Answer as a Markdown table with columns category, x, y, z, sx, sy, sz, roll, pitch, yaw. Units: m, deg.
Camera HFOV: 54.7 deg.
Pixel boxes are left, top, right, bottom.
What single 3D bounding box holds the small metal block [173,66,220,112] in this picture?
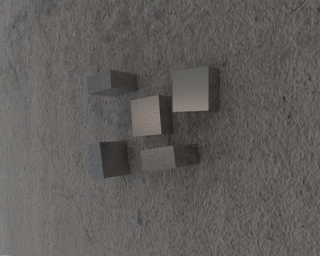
| category | x | y | z | sx | sy | sz | roll | pitch | yaw |
| --- | --- | --- | --- | --- | --- | --- | --- | --- | --- |
| small metal block | 0.043 | -0.044 | 0.370 | 0.050 | 0.025 | 0.050 | 0 | 90 | 40 |

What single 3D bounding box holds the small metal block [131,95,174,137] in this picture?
| category | x | y | z | sx | sy | sz | roll | pitch | yaw |
| --- | --- | --- | --- | --- | --- | --- | --- | --- | --- |
| small metal block | -0.011 | -0.015 | 0.414 | 0.050 | 0.025 | 0.050 | -7 | 86 | 39 |

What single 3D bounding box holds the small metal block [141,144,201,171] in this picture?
| category | x | y | z | sx | sy | sz | roll | pitch | yaw |
| --- | --- | --- | --- | --- | --- | --- | --- | --- | --- |
| small metal block | 0.013 | 0.036 | 0.378 | 0.050 | 0.050 | 0.025 | -12 | 83 | 39 |

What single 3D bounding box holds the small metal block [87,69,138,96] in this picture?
| category | x | y | z | sx | sy | sz | roll | pitch | yaw |
| --- | --- | --- | --- | --- | --- | --- | --- | --- | --- |
| small metal block | -0.068 | -0.063 | 0.445 | 0.050 | 0.050 | 0.025 | -8 | 85 | 40 |

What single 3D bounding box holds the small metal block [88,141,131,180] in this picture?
| category | x | y | z | sx | sy | sz | roll | pitch | yaw |
| --- | --- | --- | --- | --- | --- | --- | --- | --- | --- |
| small metal block | -0.073 | 0.046 | 0.449 | 0.025 | 0.050 | 0.050 | -13 | 82 | 39 |
